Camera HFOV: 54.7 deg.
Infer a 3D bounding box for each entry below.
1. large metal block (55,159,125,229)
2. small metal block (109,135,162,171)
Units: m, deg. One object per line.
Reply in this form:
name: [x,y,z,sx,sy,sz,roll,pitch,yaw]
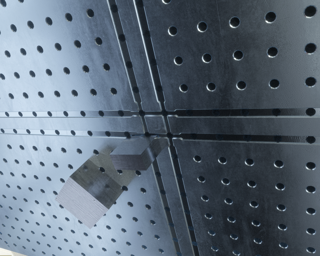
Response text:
large metal block: [-0.120,0.113,0.526,0.080,0.050,0.080,40,129,0]
small metal block: [-0.033,0.034,0.432,0.050,0.050,0.025,-3,117,29]
